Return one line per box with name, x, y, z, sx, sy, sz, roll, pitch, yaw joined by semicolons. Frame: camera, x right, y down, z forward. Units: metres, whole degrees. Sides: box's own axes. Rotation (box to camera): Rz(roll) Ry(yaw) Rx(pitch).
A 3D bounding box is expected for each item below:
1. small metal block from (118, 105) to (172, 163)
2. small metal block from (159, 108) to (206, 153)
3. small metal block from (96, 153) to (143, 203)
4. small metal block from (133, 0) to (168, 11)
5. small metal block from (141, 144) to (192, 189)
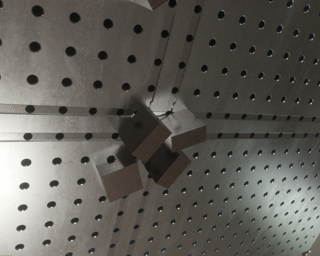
small metal block;-0.020;0.007;0.390;0.050;0.050;0.025;-48;129;5
small metal block;0.027;0.002;0.413;0.050;0.050;0.025;-18;126;-19
small metal block;-0.055;0.068;0.425;0.050;0.025;0.050;-21;127;-16
small metal block;-0.003;-0.145;0.305;0.050;0.050;0.025;-37;130;-4
small metal block;0.008;0.047;0.430;0.025;0.050;0.050;33;100;-39
